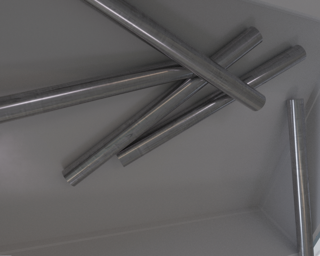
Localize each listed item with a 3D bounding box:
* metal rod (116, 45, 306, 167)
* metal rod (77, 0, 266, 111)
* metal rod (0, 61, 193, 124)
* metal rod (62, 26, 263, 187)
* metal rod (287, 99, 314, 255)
[{"bbox_3d":[0.075,-0.034,0.427,0.301,0.025,0.025,-30,129,-9],"label":"metal rod"},{"bbox_3d":[0.013,-0.090,0.337,0.302,0.025,0.025,25,105,-30],"label":"metal rod"},{"bbox_3d":[-0.097,-0.033,0.318,0.302,0.025,0.025,-17,126,-25],"label":"metal rod"},{"bbox_3d":[0.005,-0.029,0.393,0.301,0.025,0.025,-38,129,-3],"label":"metal rod"},{"bbox_3d":[0.235,0.101,0.515,0.025,0.025,0.298,-9,96,-24],"label":"metal rod"}]
